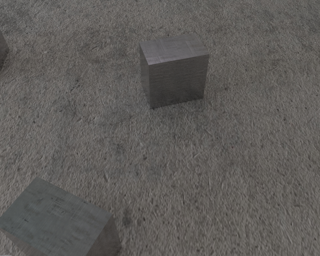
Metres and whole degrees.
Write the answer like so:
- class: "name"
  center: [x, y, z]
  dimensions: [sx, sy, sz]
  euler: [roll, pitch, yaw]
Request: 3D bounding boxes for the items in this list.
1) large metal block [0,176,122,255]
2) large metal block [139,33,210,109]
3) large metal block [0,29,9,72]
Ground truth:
- class: "large metal block"
  center: [-0.086, 0.100, 0.283]
  dimensions: [0.080, 0.080, 0.050]
  euler: [21, 53, 17]
- class: "large metal block"
  center: [0.018, -0.079, 0.434]
  dimensions: [0.081, 0.080, 0.050]
  euler: [-13, 51, -10]
- class: "large metal block"
  center: [-0.296, -0.118, 0.484]
  dimensions: [0.081, 0.050, 0.080]
  euler: [-3, 50, -2]
